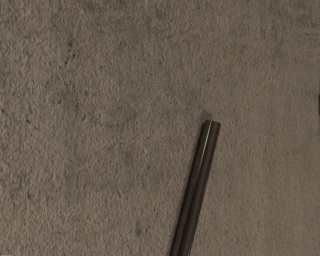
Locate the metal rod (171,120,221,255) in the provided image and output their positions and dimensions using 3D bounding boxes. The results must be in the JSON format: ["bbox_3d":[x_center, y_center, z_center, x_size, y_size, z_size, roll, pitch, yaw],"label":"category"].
[{"bbox_3d":[0.041,0.133,0.442,0.025,0.025,0.299,26,74,-37],"label":"metal rod"}]
